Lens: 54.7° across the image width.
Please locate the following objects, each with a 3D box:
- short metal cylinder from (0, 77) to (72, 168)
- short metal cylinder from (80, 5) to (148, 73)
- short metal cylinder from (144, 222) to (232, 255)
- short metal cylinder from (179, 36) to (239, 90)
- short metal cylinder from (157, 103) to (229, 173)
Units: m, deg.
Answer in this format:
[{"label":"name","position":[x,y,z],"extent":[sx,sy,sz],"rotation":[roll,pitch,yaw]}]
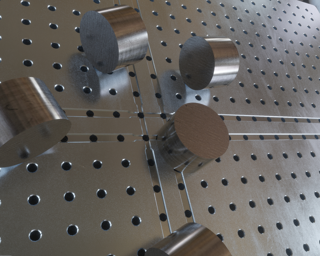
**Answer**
[{"label":"short metal cylinder","position":[-0.136,-0.005,0.303],"extent":[0.081,0.080,0.050],"rotation":[-28,78,-37]},{"label":"short metal cylinder","position":[-0.062,-0.119,0.413],"extent":[0.050,0.080,0.080],"rotation":[-30,79,-38]},{"label":"short metal cylinder","position":[0.029,0.142,0.304],"extent":[0.050,0.080,0.080],"rotation":[-21,74,-36]},{"label":"short metal cylinder","position":[0.074,-0.100,0.476],"extent":[0.050,0.080,0.080],"rotation":[-12,68,-33]},{"label":"short metal cylinder","position":[0.043,0.013,0.409],"extent":[0.081,0.050,0.080],"rotation":[14,56,-21]}]
